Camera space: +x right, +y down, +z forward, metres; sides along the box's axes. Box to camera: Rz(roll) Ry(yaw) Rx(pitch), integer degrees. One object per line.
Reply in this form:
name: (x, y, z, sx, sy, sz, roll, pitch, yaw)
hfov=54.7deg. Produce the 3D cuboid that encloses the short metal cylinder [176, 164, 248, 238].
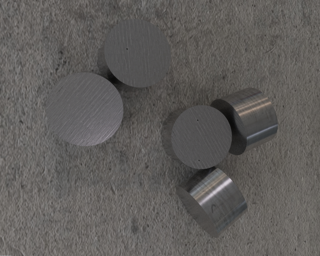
short metal cylinder: (0.066, 0.094, 0.404, 0.050, 0.080, 0.080, -35, 102, -17)

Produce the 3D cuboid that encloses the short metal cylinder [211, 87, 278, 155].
short metal cylinder: (0.111, -0.009, 0.420, 0.050, 0.080, 0.080, -22, 98, -19)

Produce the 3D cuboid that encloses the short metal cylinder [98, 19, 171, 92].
short metal cylinder: (-0.033, -0.087, 0.383, 0.081, 0.050, 0.080, 0, 90, -20)

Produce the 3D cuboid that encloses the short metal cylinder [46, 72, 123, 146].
short metal cylinder: (-0.084, -0.024, 0.355, 0.081, 0.050, 0.079, -2, 102, -10)

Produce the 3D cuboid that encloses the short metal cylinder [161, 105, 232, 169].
short metal cylinder: (0.047, 0.011, 0.409, 0.081, 0.050, 0.079, 0, 91, -14)
